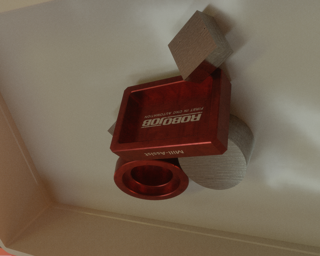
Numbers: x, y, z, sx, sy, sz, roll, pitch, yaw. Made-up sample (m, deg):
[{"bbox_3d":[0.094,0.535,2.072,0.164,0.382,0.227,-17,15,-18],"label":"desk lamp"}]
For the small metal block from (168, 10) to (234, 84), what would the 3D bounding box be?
[{"bbox_3d":[0.040,-0.082,0.320,0.050,0.025,0.050,-43,56,39],"label":"small metal block"}]

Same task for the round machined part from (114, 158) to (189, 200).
[{"bbox_3d":[-0.010,0.055,0.420,0.099,0.042,0.097,2,138,2],"label":"round machined part"}]

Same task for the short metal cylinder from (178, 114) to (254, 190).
[{"bbox_3d":[0.068,0.027,0.373,0.080,0.050,0.079,13,124,20],"label":"short metal cylinder"}]

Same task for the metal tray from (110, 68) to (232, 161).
[{"bbox_3d":[0.011,-0.013,0.350,0.130,0.090,0.030,-7,149,31],"label":"metal tray"}]

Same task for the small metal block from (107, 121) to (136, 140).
[{"bbox_3d":[-0.036,0.002,0.428,0.050,0.025,0.050,44,129,-3],"label":"small metal block"}]
